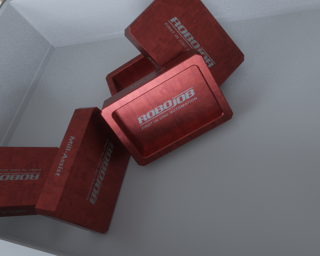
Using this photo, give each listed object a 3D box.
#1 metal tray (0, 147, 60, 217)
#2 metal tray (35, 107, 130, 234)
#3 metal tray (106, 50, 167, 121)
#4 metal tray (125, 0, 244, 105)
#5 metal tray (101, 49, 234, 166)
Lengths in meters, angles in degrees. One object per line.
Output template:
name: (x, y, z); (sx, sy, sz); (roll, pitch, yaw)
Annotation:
metal tray: (-0.201, 0.070, 0.411); (0.131, 0.030, 0.090); (2, 51, -19)
metal tray: (-0.083, 0.051, 0.373); (0.030, 0.090, 0.130); (-1, 61, 31)
metal tray: (-0.009, -0.073, 0.450); (0.130, 0.030, 0.090); (-30, 52, 8)
metal tray: (0.033, -0.103, 0.386); (0.090, 0.130, 0.030); (-47, 19, -5)
metal tray: (0.008, -0.022, 0.369); (0.130, 0.090, 0.030); (-30, 23, 9)
